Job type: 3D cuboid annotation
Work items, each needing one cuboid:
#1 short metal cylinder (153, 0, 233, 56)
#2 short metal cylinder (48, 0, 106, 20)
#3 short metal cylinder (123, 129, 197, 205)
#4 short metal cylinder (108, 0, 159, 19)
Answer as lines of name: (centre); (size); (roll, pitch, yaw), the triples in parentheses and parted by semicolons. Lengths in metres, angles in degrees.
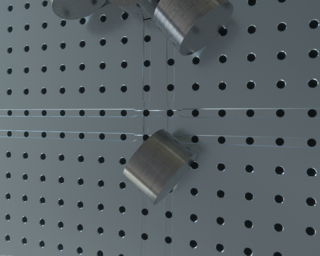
short metal cylinder: (0.039, -0.133, 0.369); (0.080, 0.080, 0.050); (-42, 77, 15)
short metal cylinder: (-0.118, -0.195, 0.425); (0.080, 0.080, 0.050); (-30, 81, 17)
short metal cylinder: (0.000, 0.048, 0.383); (0.050, 0.080, 0.080); (39, 102, 16)
short metal cylinder: (-0.031, -0.192, 0.410); (0.080, 0.050, 0.079); (0, 90, 20)
